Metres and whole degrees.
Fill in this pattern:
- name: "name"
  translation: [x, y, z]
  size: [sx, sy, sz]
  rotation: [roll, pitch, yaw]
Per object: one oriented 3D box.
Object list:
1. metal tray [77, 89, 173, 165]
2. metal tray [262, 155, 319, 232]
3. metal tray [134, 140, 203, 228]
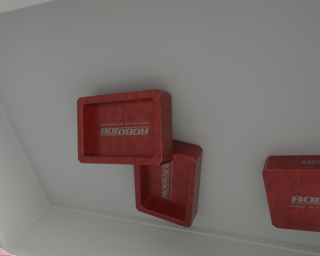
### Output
- name: "metal tray"
  translation: [-0.049, 0.001, 0.404]
  size: [0.130, 0.030, 0.089]
  rotation: [-2, 88, 29]
- name: "metal tray"
  translation: [0.192, 0.076, 0.352]
  size: [0.130, 0.030, 0.089]
  rotation: [-4, 117, 29]
- name: "metal tray"
  translation: [0.010, 0.076, 0.446]
  size: [0.090, 0.030, 0.129]
  rotation: [13, 124, 20]
